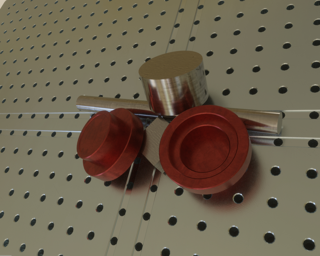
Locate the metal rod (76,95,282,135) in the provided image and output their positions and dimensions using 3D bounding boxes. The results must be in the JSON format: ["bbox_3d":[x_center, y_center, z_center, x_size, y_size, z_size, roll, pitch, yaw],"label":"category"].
[{"bbox_3d":[0.003,-0.022,0.415,0.300,0.025,0.025,8,66,31],"label":"metal rod"}]

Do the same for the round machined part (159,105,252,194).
[{"bbox_3d":[0.052,0.026,0.346,0.098,0.042,0.098,-11,60,19],"label":"round machined part"}]

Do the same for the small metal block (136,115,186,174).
[{"bbox_3d":[0.001,0.020,0.390,0.050,0.025,0.050,-45,51,-3],"label":"small metal block"}]

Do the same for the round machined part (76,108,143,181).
[{"bbox_3d":[-0.071,0.016,0.403,0.098,0.042,0.098,-28,45,33],"label":"round machined part"}]

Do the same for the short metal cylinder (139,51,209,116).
[{"bbox_3d":[0.018,-0.059,0.395,0.080,0.050,0.080,-11,34,7],"label":"short metal cylinder"}]
